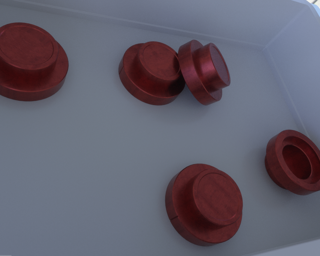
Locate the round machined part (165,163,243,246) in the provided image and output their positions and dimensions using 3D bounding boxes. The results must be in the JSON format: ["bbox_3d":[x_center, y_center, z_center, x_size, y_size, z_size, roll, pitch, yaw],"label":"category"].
[{"bbox_3d":[0.059,0.088,0.373,0.099,0.042,0.098,14,56,-21],"label":"round machined part"}]

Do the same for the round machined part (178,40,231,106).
[{"bbox_3d":[0.071,-0.086,0.458,0.098,0.042,0.098,39,40,-43],"label":"round machined part"}]

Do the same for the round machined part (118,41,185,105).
[{"bbox_3d":[-0.006,-0.084,0.443,0.099,0.042,0.098,14,56,-21],"label":"round machined part"}]

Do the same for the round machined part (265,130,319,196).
[{"bbox_3d":[0.200,0.055,0.468,0.099,0.042,0.098,14,56,-21],"label":"round machined part"}]

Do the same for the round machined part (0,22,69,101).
[{"bbox_3d":[-0.157,-0.083,0.361,0.099,0.042,0.098,14,56,-21],"label":"round machined part"}]
